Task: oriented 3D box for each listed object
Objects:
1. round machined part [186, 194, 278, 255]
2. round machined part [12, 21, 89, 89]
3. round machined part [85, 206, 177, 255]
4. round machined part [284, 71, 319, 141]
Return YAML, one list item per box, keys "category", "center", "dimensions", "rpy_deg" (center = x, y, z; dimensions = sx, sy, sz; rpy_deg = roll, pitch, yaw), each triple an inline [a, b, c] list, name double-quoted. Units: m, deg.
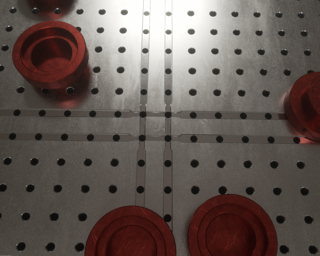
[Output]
- category: "round machined part"
  center: [0.079, 0.128, 0.357]
  dimensions: [0.099, 0.042, 0.098]
  rpy_deg: [0, 70, -1]
- category: "round machined part"
  center: [-0.149, -0.098, 0.437]
  dimensions: [0.099, 0.042, 0.098]
  rpy_deg: [0, 70, -1]
- category: "round machined part"
  center: [-0.032, 0.140, 0.351]
  dimensions: [0.099, 0.042, 0.098]
  rpy_deg: [0, 70, -1]
- category: "round machined part"
  center: [0.225, -0.034, 0.418]
  dimensions: [0.099, 0.042, 0.098]
  rpy_deg: [0, 70, -1]
